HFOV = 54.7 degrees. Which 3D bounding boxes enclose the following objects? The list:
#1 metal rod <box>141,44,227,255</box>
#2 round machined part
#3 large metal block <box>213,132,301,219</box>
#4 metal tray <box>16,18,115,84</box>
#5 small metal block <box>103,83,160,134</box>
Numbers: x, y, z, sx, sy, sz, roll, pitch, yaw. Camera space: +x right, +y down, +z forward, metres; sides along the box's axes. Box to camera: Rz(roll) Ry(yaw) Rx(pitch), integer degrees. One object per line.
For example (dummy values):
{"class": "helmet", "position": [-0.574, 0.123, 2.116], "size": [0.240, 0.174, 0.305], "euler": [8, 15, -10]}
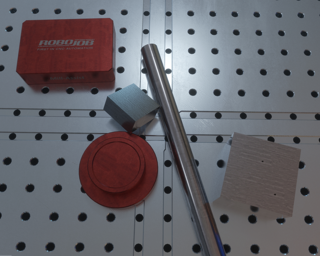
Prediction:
{"class": "metal rod", "position": [0.025, 0.019, 0.404], "size": [0.025, 0.025, 0.299], "euler": [-15, 71, -6]}
{"class": "round machined part", "position": [-0.052, 0.050, 0.384], "size": [0.099, 0.042, 0.098], "euler": [0, 70, -1]}
{"class": "large metal block", "position": [0.117, 0.059, 0.378], "size": [0.080, 0.050, 0.080], "euler": [15, 71, 5]}
{"class": "metal tray", "position": [-0.132, -0.112, 0.448], "size": [0.131, 0.030, 0.090], "euler": [-2, 70, -1]}
{"class": "small metal block", "position": [-0.037, -0.027, 0.410], "size": [0.050, 0.025, 0.050], "euler": [42, 46, 14]}
